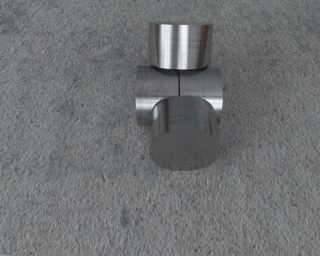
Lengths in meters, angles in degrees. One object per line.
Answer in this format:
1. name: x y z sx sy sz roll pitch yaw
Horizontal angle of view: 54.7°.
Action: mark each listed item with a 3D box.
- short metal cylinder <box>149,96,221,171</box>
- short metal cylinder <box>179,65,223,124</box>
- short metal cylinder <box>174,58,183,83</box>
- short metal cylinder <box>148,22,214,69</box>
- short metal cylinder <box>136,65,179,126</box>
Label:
1. short metal cylinder: 0.028 0.008 0.363 0.081 0.080 0.050 0 50 0
2. short metal cylinder: 0.049 -0.042 0.404 0.050 0.080 0.080 0 50 0
3. short metal cylinder: 0.031 -0.093 0.468 0.081 0.050 0.080 0 50 0
4. short metal cylinder: 0.026 -0.107 0.393 0.081 0.050 0.080 1 22 0
5. short metal cylinder: -0.003 -0.042 0.405 0.050 0.080 0.080 1 50 0
